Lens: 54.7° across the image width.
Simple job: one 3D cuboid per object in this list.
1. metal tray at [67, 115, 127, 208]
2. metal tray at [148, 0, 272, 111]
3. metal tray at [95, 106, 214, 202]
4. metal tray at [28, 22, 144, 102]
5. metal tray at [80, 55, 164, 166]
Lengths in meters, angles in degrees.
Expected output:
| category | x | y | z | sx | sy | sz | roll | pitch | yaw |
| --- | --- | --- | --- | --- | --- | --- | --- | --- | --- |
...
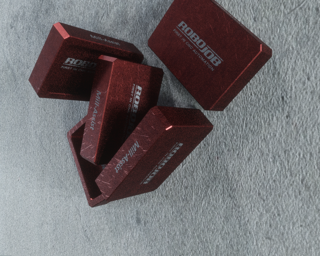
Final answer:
| category | x | y | z | sx | sy | sz | roll | pitch | yaw |
| --- | --- | --- | --- | --- | --- | --- | --- | --- | --- |
| metal tray | -0.091 | 0.044 | 0.475 | 0.090 | 0.030 | 0.130 | -35 | 69 | 34 |
| metal tray | 0.051 | -0.094 | 0.360 | 0.090 | 0.030 | 0.130 | -52 | 60 | 27 |
| metal tray | -0.007 | 0.032 | 0.368 | 0.129 | 0.091 | 0.030 | -51 | 61 | 28 |
| metal tray | -0.093 | -0.079 | 0.413 | 0.030 | 0.131 | 0.090 | 51 | 119 | 27 |
| metal tray | -0.047 | -0.021 | 0.400 | 0.030 | 0.091 | 0.129 | 21 | 103 | 38 |
